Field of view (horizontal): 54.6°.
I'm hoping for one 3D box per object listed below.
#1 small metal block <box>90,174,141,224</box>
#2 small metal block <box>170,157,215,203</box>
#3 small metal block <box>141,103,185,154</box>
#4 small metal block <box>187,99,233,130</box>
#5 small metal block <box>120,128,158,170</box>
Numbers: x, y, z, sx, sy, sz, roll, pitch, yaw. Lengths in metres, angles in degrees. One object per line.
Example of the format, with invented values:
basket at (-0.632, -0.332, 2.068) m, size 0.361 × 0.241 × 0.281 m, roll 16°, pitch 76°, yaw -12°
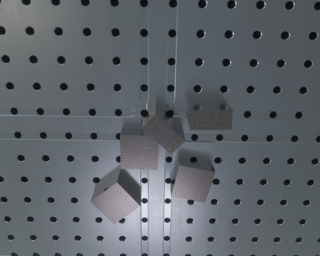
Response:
small metal block at (-0.063, 0.103, 0.451) m, size 0.050 × 0.025 × 0.050 m, roll -37°, pitch 106°, yaw 12°
small metal block at (0.046, 0.074, 0.441) m, size 0.050 × 0.025 × 0.050 m, roll 12°, pitch 110°, yaw -5°
small metal block at (0.004, 0.000, 0.400) m, size 0.050 × 0.050 × 0.025 m, roll 41°, pitch 105°, yaw -14°
small metal block at (0.061, -0.018, 0.394) m, size 0.050 × 0.050 × 0.025 m, roll 0°, pitch 110°, yaw 0°
small metal block at (-0.028, 0.029, 0.424) m, size 0.050 × 0.025 × 0.050 m, roll 2°, pitch 110°, yaw -1°
